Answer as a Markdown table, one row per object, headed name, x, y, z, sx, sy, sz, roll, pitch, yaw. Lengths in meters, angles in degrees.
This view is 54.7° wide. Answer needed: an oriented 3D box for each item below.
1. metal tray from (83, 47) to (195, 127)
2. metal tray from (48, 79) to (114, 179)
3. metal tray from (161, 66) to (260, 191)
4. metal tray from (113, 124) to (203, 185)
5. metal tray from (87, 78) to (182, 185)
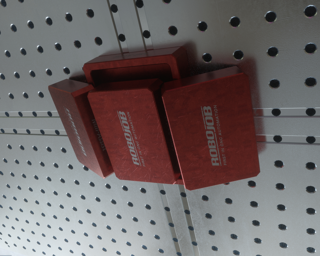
| name | x | y | z | sx | sy | sz | roll | pitch | yaw |
| --- | --- | --- | --- | --- | --- | --- | --- | --- | --- |
| metal tray | -0.025 | -0.048 | 0.390 | 0.130 | 0.030 | 0.089 | 0 | 119 | 27 |
| metal tray | -0.106 | 0.000 | 0.438 | 0.090 | 0.030 | 0.129 | 19 | 131 | 49 |
| metal tray | 0.059 | 0.004 | 0.354 | 0.090 | 0.030 | 0.129 | -13 | 115 | 3 |
| metal tray | -0.004 | 0.031 | 0.429 | 0.130 | 0.030 | 0.089 | 0 | 119 | 27 |
| metal tray | -0.028 | 0.007 | 0.386 | 0.090 | 0.030 | 0.129 | 0 | 118 | 28 |
